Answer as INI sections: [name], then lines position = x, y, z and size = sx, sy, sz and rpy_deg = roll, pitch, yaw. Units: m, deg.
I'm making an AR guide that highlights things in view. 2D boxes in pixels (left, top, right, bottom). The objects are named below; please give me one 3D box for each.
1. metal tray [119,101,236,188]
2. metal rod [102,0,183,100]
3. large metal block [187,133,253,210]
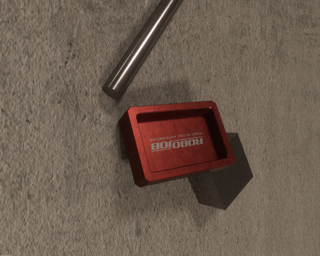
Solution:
[metal tray]
position = 0.023, 0.016, 0.386
size = 0.131, 0.030, 0.090
rpy_deg = -7, 72, -29
[metal rod]
position = 0.011, -0.162, 0.415
size = 0.025, 0.025, 0.300
rpy_deg = 43, 64, -32
[large metal block]
position = 0.087, 0.061, 0.464
size = 0.080, 0.050, 0.080
rpy_deg = -38, 114, -34
